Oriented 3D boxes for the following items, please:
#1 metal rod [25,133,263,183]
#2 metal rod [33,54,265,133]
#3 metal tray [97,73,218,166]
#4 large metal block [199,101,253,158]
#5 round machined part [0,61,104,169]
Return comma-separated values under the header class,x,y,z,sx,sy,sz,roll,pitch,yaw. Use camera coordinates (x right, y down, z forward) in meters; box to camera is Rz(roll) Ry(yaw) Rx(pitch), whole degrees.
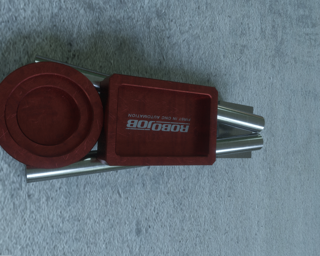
class,x,y,z,sx,sy,sz,roll,pitch,yaw
metal rod,0.004,0.030,0.370,0.303,0.025,0.025,-5,93,-28
metal rod,0.008,-0.033,0.372,0.302,0.025,0.025,12,82,-27
metal tray,0.001,-0.005,0.338,0.131,0.030,0.089,3,88,-28
large metal block,0.096,0.004,0.471,0.081,0.050,0.080,5,87,-40
round machined part,-0.108,-0.012,0.298,0.099,0.042,0.097,0,90,-30
